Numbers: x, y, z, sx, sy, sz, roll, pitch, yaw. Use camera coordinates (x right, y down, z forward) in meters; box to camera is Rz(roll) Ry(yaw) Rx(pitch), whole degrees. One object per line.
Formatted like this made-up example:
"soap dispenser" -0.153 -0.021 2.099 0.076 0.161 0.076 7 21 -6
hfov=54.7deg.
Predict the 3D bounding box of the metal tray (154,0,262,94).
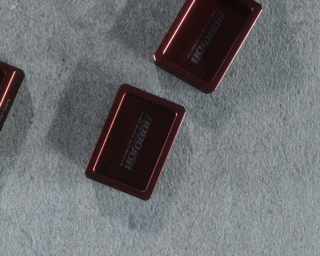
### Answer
"metal tray" 0.061 -0.122 0.408 0.090 0.030 0.130 30 90 -1

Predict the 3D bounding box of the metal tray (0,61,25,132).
"metal tray" -0.248 -0.034 0.404 0.090 0.030 0.129 23 90 -1

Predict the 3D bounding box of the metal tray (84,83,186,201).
"metal tray" -0.031 0.018 0.407 0.090 0.030 0.129 22 90 -1
